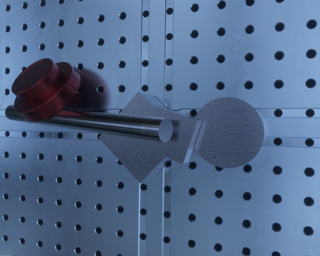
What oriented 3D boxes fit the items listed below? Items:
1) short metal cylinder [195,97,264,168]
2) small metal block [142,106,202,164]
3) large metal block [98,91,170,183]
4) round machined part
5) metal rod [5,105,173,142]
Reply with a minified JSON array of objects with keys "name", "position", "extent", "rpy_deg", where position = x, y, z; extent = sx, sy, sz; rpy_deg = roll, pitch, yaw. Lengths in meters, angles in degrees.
[{"name":"short metal cylinder","position":[0.083,0.005,0.370],"extent":[0.080,0.050,0.079],"rpy_deg":[0,90,19]},{"name":"small metal block","position":[0.014,0.007,0.351],"extent":[0.050,0.025,0.050],"rpy_deg":[20,96,18]},{"name":"large metal block","position":[-0.017,0.011,0.402],"extent":[0.080,0.050,0.080],"rpy_deg":[45,104,14]},{"name":"round machined part","position":[-0.164,-0.059,0.431],"extent":[0.098,0.042,0.098],"rpy_deg":[-18,44,19]},{"name":"metal rod","position":[-0.114,-0.011,0.405],"extent":[0.300,0.025,0.025],"rpy_deg":[6,92,36]}]
